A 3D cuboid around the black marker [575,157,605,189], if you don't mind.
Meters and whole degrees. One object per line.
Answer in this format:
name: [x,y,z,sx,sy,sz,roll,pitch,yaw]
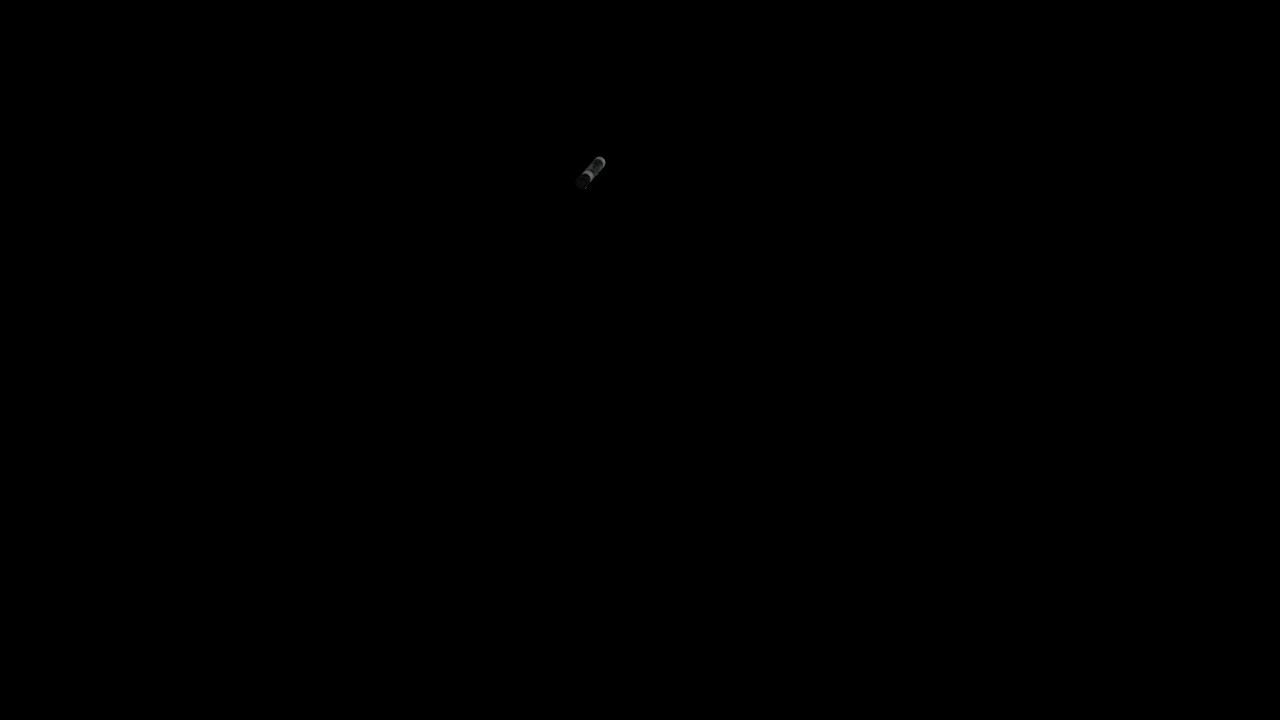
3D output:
black marker: [-0.075,-0.286,0.938,0.020,0.020,0.121,0,32,12]
